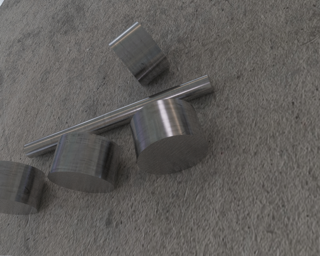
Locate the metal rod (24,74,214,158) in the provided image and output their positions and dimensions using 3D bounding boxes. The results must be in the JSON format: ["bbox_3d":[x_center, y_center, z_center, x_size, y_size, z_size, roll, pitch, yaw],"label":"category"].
[{"bbox_3d":[-0.070,-0.012,0.447,0.301,0.025,0.025,-19,54,16],"label":"metal rod"}]

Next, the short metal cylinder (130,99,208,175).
[{"bbox_3d":[0.009,0.012,0.357,0.080,0.080,0.050,-24,53,13],"label":"short metal cylinder"}]

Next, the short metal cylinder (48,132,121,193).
[{"bbox_3d":[-0.093,0.046,0.389,0.080,0.080,0.050,-7,59,25],"label":"short metal cylinder"}]

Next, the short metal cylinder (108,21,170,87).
[{"bbox_3d":[-0.030,-0.106,0.449,0.050,0.080,0.080,-39,51,2],"label":"short metal cylinder"}]

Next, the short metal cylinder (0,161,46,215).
[{"bbox_3d":[-0.204,0.084,0.425,0.080,0.080,0.050,-11,57,22],"label":"short metal cylinder"}]
